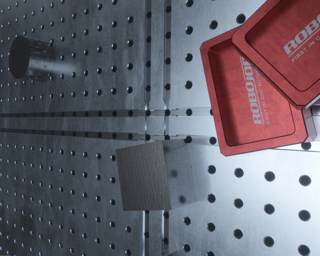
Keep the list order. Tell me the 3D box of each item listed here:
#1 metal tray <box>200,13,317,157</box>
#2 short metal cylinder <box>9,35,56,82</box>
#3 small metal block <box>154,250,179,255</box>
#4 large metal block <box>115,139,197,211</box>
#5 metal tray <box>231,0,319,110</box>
[{"bbox_3d":[0.098,-0.041,0.324,0.090,0.030,0.129,-16,80,38],"label":"metal tray"},{"bbox_3d":[-0.245,-0.131,0.591,0.080,0.050,0.079,0,90,39],"label":"short metal cylinder"},{"bbox_3d":[0.005,0.193,0.403,0.050,0.025,0.050,-30,72,35],"label":"small metal block"},{"bbox_3d":[-0.006,0.060,0.397,0.080,0.050,0.080,-14,81,39],"label":"large metal block"},{"bbox_3d":[0.139,-0.090,0.262,0.130,0.030,0.090,-44,71,15],"label":"metal tray"}]
